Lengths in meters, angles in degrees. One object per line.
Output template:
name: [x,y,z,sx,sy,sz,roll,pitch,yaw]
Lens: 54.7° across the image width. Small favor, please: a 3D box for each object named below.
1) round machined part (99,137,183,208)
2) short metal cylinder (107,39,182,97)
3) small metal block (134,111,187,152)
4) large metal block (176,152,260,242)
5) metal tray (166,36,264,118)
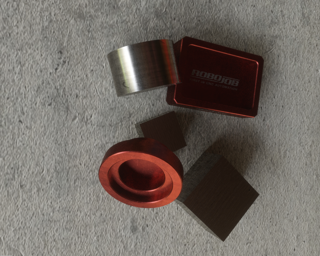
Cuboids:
round machined part: [-0.020,0.050,0.374,0.098,0.098,0.042,34,36,-17]
short metal cylinder: [-0.018,-0.071,0.373,0.081,0.080,0.050,-15,95,-20]
small metal block: [0.001,0.009,0.410,0.050,0.025,0.050,-22,98,-19]
large metal block: [0.073,0.091,0.423,0.080,0.050,0.080,46,76,-15]
metal tray: [0.079,-0.067,0.435,0.131,0.030,0.089,9,87,-20]
